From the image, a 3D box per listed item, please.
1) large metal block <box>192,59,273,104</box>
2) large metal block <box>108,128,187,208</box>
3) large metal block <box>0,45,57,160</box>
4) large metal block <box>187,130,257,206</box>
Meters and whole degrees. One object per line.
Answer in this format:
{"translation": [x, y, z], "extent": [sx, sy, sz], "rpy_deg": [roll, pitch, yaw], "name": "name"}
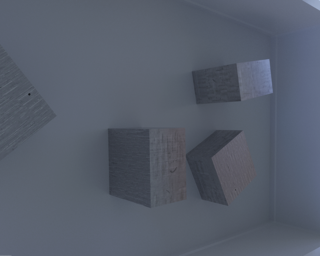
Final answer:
{"translation": [0.108, -0.068, 0.460], "extent": [0.081, 0.080, 0.050], "rpy_deg": [-15, 100, -39], "name": "large metal block"}
{"translation": [-0.016, 0.040, 0.357], "extent": [0.050, 0.080, 0.079], "rpy_deg": [-2, 92, -40], "name": "large metal block"}
{"translation": [-0.153, -0.017, 0.262], "extent": [0.080, 0.050, 0.080], "rpy_deg": [-47, 118, -30], "name": "large metal block"}
{"translation": [0.094, 0.057, 0.469], "extent": [0.081, 0.050, 0.080], "rpy_deg": [-34, 111, -35], "name": "large metal block"}
